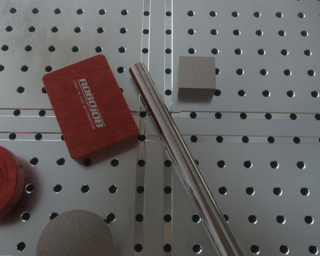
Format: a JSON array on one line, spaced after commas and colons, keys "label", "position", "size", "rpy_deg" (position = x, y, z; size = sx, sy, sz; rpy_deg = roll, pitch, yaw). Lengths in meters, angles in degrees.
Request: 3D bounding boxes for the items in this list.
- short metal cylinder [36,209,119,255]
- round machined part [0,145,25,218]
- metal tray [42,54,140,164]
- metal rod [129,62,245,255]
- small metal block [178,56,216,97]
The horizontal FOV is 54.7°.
[{"label": "short metal cylinder", "position": [-0.089, 0.135, 0.348], "size": [0.081, 0.050, 0.080], "rpy_deg": [0, 70, 0]}, {"label": "round machined part", "position": [-0.214, 0.068, 0.375], "size": [0.099, 0.042, 0.098], "rpy_deg": [0, 70, -1]}, {"label": "metal tray", "position": [-0.093, -0.028, 0.418], "size": [0.091, 0.030, 0.130], "rpy_deg": [-23, 72, -9]}, {"label": "metal rod", "position": [0.031, 0.042, 0.396], "size": [0.025, 0.025, 0.299], "rpy_deg": [-24, 72, -9]}, {"label": "small metal block", "position": [0.051, -0.073, 0.439], "size": [0.050, 0.025, 0.050], "rpy_deg": [2, 70, 0]}]
